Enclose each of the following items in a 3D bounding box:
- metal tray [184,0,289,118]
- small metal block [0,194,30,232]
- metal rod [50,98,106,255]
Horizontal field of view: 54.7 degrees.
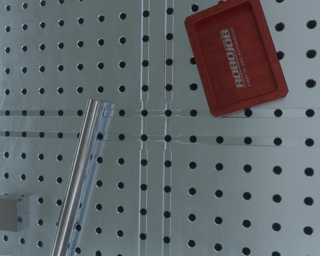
[{"bbox_3d":[0.091,-0.086,0.377,0.090,0.030,0.129,-17,84,18],"label":"metal tray"},{"bbox_3d":[-0.238,0.135,0.494,0.050,0.025,0.050,0,90,19],"label":"small metal block"},{"bbox_3d":[-0.128,0.104,0.456,0.025,0.025,0.298,17,95,19],"label":"metal rod"}]
